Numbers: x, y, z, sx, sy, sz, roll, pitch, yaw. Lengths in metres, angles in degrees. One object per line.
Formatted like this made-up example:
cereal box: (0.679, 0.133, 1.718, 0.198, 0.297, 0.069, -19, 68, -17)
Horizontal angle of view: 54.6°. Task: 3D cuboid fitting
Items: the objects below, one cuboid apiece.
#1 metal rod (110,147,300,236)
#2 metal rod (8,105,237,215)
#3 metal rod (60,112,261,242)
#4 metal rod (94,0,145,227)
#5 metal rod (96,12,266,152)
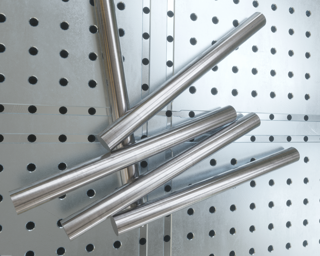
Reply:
metal rod: (0.079, 0.078, 0.425, 0.302, 0.025, 0.025, -15, 95, -25)
metal rod: (-0.021, 0.027, 0.379, 0.302, 0.025, 0.025, -21, 97, -28)
metal rod: (0.019, 0.050, 0.399, 0.302, 0.025, 0.025, -27, 99, -26)
metal rod: (-0.050, -0.022, 0.393, 0.025, 0.025, 0.298, -9, 93, -20)
metal rod: (0.042, -0.073, 0.411, 0.301, 0.025, 0.025, -40, 103, -22)
